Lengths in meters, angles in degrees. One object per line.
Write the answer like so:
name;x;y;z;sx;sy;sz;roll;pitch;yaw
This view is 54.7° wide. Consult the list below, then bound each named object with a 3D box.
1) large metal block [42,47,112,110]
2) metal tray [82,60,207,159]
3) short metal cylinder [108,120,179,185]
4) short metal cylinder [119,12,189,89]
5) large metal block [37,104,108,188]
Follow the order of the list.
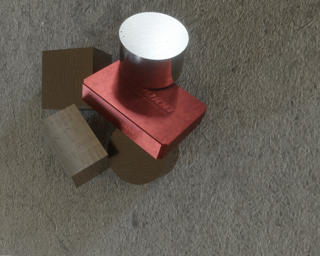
large metal block;-0.116;-0.066;0.436;0.080;0.050;0.080;1;90;20
metal tray;-0.020;-0.032;0.384;0.130;0.091;0.030;37;142;16
short metal cylinder;-0.020;0.030;0.405;0.080;0.050;0.080;0;90;20
short metal cylinder;-0.009;-0.095;0.379;0.081;0.050;0.080;3;57;-5
large metal block;-0.113;0.027;0.413;0.050;0.080;0.080;-32;78;-19
